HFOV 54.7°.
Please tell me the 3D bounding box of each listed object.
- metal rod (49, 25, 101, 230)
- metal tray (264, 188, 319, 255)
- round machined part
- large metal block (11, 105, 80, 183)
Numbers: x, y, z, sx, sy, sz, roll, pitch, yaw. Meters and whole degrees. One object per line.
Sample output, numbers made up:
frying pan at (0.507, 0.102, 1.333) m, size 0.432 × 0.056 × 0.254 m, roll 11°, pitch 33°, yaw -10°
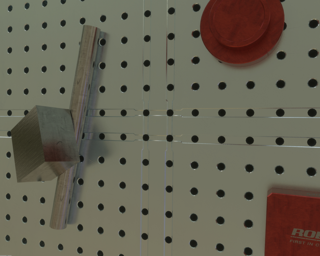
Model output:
metal rod at (-0.126, 0.002, 0.456) m, size 0.025 × 0.025 × 0.298 m, roll 12°, pitch 94°, yaw 19°
metal tray at (0.186, 0.120, 0.344) m, size 0.130 × 0.030 × 0.089 m, roll 3°, pitch 91°, yaw 19°
round machined part at (0.096, -0.125, 0.370) m, size 0.098 × 0.042 × 0.097 m, roll 0°, pitch 90°, yaw 20°
large metal block at (-0.163, 0.024, 0.436) m, size 0.080 × 0.050 × 0.080 m, roll -32°, pitch 66°, yaw 35°
